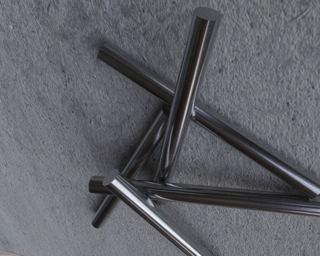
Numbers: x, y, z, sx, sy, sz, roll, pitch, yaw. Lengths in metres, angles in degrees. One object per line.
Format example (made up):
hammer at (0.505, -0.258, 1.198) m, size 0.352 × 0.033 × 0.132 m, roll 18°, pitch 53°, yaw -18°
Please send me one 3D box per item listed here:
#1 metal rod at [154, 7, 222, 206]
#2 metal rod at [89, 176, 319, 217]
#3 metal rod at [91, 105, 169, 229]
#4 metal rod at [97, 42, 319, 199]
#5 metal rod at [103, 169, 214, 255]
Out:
metal rod at (0.019, 0.005, 0.370) m, size 0.025 × 0.025 × 0.298 m, roll 25°, pitch 136°, yaw 12°
metal rod at (0.050, 0.086, 0.400) m, size 0.301 × 0.025 × 0.025 m, roll 2°, pitch 120°, yaw 15°
metal rod at (-0.050, 0.077, 0.479) m, size 0.025 × 0.025 × 0.298 m, roll 36°, pitch 129°, yaw 3°
metal rod at (0.055, -0.012, 0.369) m, size 0.301 × 0.025 × 0.025 m, roll 34°, pitch 129°, yaw 5°
metal rod at (0.032, 0.158, 0.437) m, size 0.025 × 0.025 × 0.300 m, roll -23°, pitch 122°, yaw 36°
